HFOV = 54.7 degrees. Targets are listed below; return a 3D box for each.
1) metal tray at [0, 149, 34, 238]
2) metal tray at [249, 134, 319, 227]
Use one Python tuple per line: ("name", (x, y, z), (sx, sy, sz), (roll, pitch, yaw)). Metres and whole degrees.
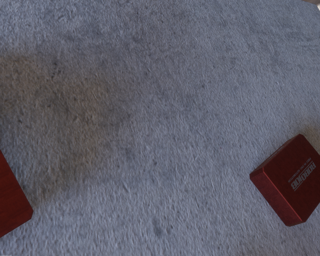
("metal tray", (-0.177, 0.041, 0.252), (0.091, 0.030, 0.129), (-30, 96, -42))
("metal tray", (0.204, 0.074, 0.468), (0.131, 0.030, 0.090), (-28, 78, -38))
